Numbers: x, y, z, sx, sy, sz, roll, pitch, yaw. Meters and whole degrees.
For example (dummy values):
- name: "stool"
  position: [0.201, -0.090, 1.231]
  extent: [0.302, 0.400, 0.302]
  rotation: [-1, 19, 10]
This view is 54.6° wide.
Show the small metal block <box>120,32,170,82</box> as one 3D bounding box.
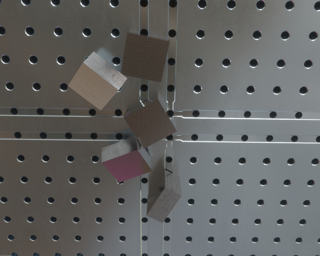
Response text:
- name: "small metal block"
  position: [-0.018, -0.088, 0.381]
  extent: [0.050, 0.025, 0.050]
  rotation: [11, 110, -4]

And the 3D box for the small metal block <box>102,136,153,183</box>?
- name: "small metal block"
  position: [-0.044, 0.043, 0.418]
  extent: [0.050, 0.025, 0.050]
  rotation: [-20, 134, 9]

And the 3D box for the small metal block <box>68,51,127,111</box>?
- name: "small metal block"
  position: [-0.077, -0.056, 0.380]
  extent: [0.050, 0.025, 0.050]
  rotation: [38, 137, -13]

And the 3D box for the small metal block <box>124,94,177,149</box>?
- name: "small metal block"
  position: [-0.012, -0.009, 0.410]
  extent: [0.050, 0.025, 0.050]
  rotation: [-28, 108, 9]

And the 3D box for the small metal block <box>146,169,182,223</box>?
- name: "small metal block"
  position: [0.005, 0.095, 0.435]
  extent: [0.025, 0.050, 0.050]
  rotation: [28, 108, -10]
